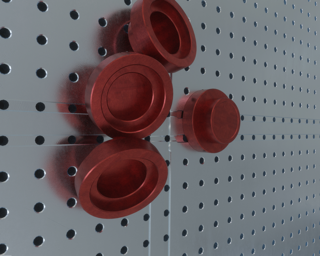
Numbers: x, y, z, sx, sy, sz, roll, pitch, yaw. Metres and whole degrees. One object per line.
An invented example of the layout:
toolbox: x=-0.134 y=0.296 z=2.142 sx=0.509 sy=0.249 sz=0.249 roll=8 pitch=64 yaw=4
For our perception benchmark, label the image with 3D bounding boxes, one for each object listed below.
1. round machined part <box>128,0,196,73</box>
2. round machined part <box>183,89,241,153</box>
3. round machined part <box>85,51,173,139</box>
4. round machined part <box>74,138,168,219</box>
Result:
round machined part: x=-0.001 y=-0.114 z=0.385 sx=0.099 sy=0.042 sz=0.098 roll=21 pitch=61 yaw=-43
round machined part: x=0.084 y=-0.011 z=0.467 sx=0.099 sy=0.042 sz=0.097 roll=0 pitch=90 yaw=-40
round machined part: x=-0.038 y=-0.037 z=0.353 sx=0.099 sy=0.042 sz=0.097 roll=-12 pitch=114 yaw=-27
round machined part: x=-0.044 y=0.050 z=0.341 sx=0.099 sy=0.042 sz=0.097 roll=-15 pitch=130 yaw=-19
